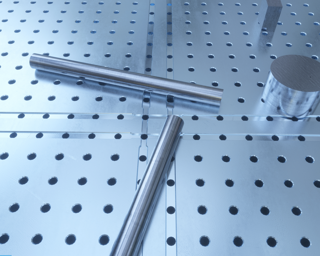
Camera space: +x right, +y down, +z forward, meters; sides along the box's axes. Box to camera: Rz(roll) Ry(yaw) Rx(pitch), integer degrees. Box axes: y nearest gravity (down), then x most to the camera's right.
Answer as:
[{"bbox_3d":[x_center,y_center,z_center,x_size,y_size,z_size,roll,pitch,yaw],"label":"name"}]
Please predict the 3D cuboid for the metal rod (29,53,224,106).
[{"bbox_3d":[-0.056,-0.075,0.470,0.301,0.025,0.025,12,51,10],"label":"metal rod"}]

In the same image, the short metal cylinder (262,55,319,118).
[{"bbox_3d":[0.193,-0.060,0.444,0.080,0.050,0.080,0,49,0],"label":"short metal cylinder"}]

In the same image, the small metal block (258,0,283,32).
[{"bbox_3d":[0.202,-0.214,0.573,0.025,0.050,0.050,3,50,3],"label":"small metal block"}]

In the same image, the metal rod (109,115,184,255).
[{"bbox_3d":[-0.026,0.101,0.322,0.025,0.025,0.300,14,51,11],"label":"metal rod"}]
